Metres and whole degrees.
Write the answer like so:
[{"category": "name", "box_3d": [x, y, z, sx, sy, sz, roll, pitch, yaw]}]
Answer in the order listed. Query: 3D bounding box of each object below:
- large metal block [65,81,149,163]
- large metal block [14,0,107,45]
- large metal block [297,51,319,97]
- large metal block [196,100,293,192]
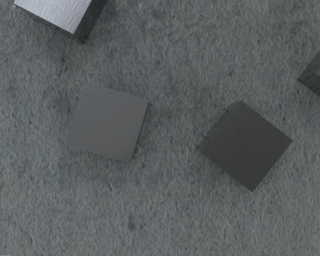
[{"category": "large metal block", "box_3d": [-0.063, -0.007, 0.397, 0.080, 0.050, 0.080, 17, 90, -1]}, {"category": "large metal block", "box_3d": [-0.121, -0.166, 0.396, 0.080, 0.050, 0.080, 28, 90, -1]}, {"category": "large metal block", "box_3d": [0.245, -0.073, 0.401, 0.080, 0.050, 0.080, 38, 90, -1]}, {"category": "large metal block", "box_3d": [0.105, 0.022, 0.399, 0.080, 0.050, 0.080, 38, 90, -1]}]
